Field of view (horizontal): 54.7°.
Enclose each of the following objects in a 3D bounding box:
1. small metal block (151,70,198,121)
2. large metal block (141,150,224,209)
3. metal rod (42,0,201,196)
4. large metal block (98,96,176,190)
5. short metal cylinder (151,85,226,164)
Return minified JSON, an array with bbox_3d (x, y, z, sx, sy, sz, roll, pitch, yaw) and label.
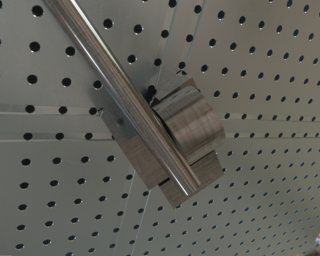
[{"bbox_3d":[0.024,-0.038,0.403,0.050,0.025,0.050,-36,130,-5],"label":"small metal block"},{"bbox_3d":[0.025,0.046,0.417,0.080,0.080,0.050,-33,129,-7],"label":"large metal block"},{"bbox_3d":[-0.048,-0.054,0.285,0.025,0.025,0.299,-36,108,-5],"label":"metal rod"},{"bbox_3d":[-0.023,0.014,0.374,0.050,0.080,0.080,-33,129,-7],"label":"large metal block"},{"bbox_3d":[0.031,-0.002,0.360,0.050,0.080,0.080,-32,129,-8],"label":"short metal cylinder"}]
